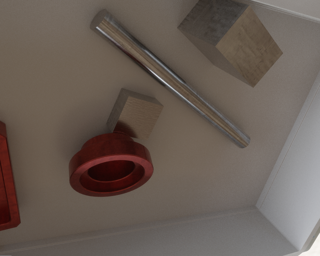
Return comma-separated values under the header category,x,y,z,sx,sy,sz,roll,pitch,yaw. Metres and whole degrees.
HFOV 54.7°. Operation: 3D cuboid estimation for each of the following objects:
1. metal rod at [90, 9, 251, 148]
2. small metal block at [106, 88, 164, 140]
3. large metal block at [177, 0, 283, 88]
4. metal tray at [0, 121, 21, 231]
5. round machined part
category,x,y,z,sx,sy,sz,roll,pitch,yaw
metal rod,0.036,-0.044,0.402,0.301,0.025,0.025,34,99,-39
small metal block,-0.031,-0.016,0.383,0.050,0.025,0.050,14,111,-34
large metal block,0.079,-0.101,0.356,0.080,0.080,0.050,33,100,-39
metal tray,-0.206,0.060,0.330,0.091,0.030,0.129,-8,122,-25
round machined part,-0.060,0.042,0.378,0.099,0.042,0.097,-10,144,-8
